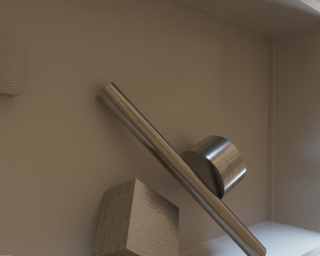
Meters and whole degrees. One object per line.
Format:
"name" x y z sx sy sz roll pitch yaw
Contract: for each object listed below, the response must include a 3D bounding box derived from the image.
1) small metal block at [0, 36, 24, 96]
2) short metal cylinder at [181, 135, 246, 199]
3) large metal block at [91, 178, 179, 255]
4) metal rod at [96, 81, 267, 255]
"small metal block" -0.154 -0.056 0.279 0.050 0.025 0.050 2 89 -40
"short metal cylinder" 0.071 0.057 0.433 0.050 0.080 0.080 -30 109 -36
"large metal block" -0.023 0.117 0.351 0.080 0.050 0.080 42 35 -32
"metal rod" 0.035 0.063 0.388 0.300 0.025 0.025 48 60 -12
